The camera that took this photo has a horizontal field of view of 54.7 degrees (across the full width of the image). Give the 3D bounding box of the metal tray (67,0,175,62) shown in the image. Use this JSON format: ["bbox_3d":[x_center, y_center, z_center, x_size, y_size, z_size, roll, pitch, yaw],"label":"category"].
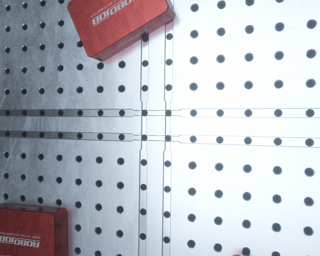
[{"bbox_3d":[-0.056,-0.163,0.429,0.130,0.030,0.090,-26,82,17],"label":"metal tray"}]

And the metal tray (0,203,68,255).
[{"bbox_3d":[-0.208,0.168,0.481,0.130,0.030,0.089,-1,90,19],"label":"metal tray"}]
